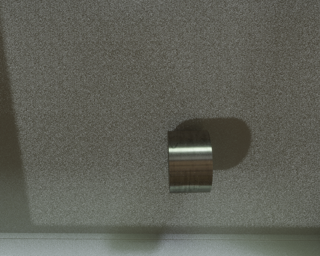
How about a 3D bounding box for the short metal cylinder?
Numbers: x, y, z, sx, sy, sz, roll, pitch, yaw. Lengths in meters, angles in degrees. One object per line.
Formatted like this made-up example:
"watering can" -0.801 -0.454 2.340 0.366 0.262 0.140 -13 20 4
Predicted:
"short metal cylinder" 0.036 0.043 0.398 0.050 0.080 0.079 -1 110 0
